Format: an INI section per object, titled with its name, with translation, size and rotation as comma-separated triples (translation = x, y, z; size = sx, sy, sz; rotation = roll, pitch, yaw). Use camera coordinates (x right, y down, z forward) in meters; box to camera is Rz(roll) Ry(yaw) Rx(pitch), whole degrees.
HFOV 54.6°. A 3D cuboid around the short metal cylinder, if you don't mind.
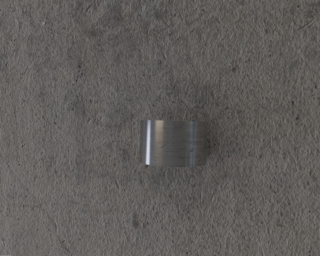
[short metal cylinder]
translation = 0.016, 0.017, 0.374
size = 0.080, 0.080, 0.050
rotation = 2, 91, 20
